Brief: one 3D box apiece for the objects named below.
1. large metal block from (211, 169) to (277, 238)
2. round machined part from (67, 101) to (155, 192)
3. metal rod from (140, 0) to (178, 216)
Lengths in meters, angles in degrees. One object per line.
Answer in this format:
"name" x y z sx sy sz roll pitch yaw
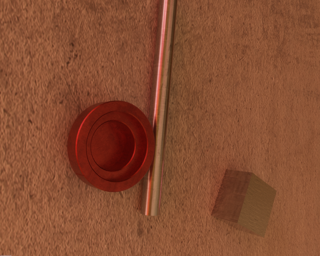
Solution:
"large metal block" 0.138 0.122 0.504 0.080 0.050 0.080 35 69 -35
"round machined part" -0.057 0.019 0.346 0.099 0.042 0.097 0 90 -40
"metal rod" 0.000 -0.040 0.404 0.025 0.025 0.298 8 85 -40
